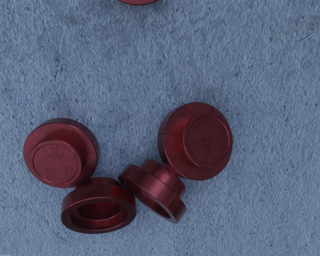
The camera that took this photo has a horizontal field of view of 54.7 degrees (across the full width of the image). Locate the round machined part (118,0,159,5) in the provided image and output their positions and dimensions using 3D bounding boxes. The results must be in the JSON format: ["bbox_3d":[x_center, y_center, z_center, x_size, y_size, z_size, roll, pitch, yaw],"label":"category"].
[{"bbox_3d":[-0.025,-0.184,0.332,0.099,0.042,0.097,0,110,0],"label":"round machined part"}]

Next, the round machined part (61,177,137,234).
[{"bbox_3d":[-0.083,0.103,0.424,0.099,0.042,0.097,-7,137,-6],"label":"round machined part"}]

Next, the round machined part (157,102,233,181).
[{"bbox_3d":[0.050,0.016,0.382,0.099,0.042,0.097,2,84,-23],"label":"round machined part"}]

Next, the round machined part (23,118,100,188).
[{"bbox_3d":[-0.133,0.039,0.414,0.099,0.042,0.097,0,110,0],"label":"round machined part"}]

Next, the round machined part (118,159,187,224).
[{"bbox_3d":[-0.004,0.079,0.410,0.098,0.098,0.042,45,69,-15],"label":"round machined part"}]
